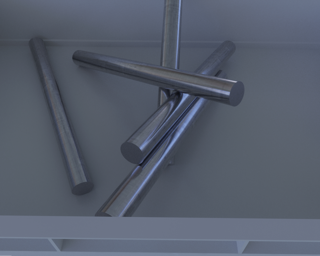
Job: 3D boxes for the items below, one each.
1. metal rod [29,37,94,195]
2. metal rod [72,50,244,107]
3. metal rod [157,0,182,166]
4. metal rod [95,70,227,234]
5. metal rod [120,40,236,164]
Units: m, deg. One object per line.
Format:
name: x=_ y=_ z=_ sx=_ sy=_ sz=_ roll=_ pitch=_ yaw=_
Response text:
metal rod: x=-0.147 y=-0.037 z=0.434 sx=0.025 sy=0.025 sz=0.300 roll=-19 pitch=53 yaw=-15
metal rod: x=-0.028 y=-0.073 z=0.400 sx=0.025 sy=0.025 sz=0.300 roll=-39 pitch=40 yaw=-28
metal rod: x=0.014 y=-0.101 z=0.408 sx=0.025 sy=0.025 sz=0.299 roll=3 pitch=76 yaw=2
metal rod: x=0.024 y=0.000 z=0.360 sx=0.025 sy=0.025 sz=0.301 roll=21 pitch=39 yaw=17
metal rod: x=0.043 y=-0.054 z=0.395 sx=0.025 sy=0.025 sz=0.301 roll=22 pitch=40 yaw=17
